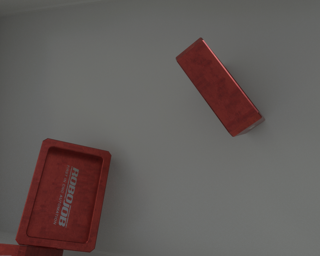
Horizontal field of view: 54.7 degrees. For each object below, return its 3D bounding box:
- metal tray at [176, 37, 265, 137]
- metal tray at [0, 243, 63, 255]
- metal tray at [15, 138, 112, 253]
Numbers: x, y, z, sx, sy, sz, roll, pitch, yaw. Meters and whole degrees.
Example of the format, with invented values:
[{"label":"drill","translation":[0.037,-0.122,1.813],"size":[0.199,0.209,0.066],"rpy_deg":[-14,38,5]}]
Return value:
[{"label":"metal tray","translation":[0.071,-0.037,0.330],"size":[0.030,0.130,0.090],"rpy_deg":[-37,78,16]},{"label":"metal tray","translation":[-0.189,0.144,0.345],"size":[0.131,0.090,0.030],"rpy_deg":[1,67,10]},{"label":"metal tray","translation":[-0.120,0.086,0.398],"size":[0.091,0.030,0.130],"rpy_deg":[14,65,-17]}]
